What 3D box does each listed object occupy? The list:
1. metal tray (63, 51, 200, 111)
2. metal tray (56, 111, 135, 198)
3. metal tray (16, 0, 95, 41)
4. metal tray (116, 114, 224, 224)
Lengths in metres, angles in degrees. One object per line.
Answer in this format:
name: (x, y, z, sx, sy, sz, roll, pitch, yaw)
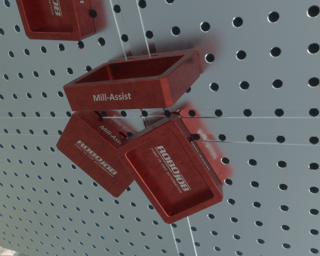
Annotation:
metal tray: (-0.031, -0.053, 0.353, 0.130, 0.090, 0.030, 0, 118, 28)
metal tray: (-0.091, 0.039, 0.481, 0.130, 0.030, 0.090, 40, 129, 0)
metal tray: (-0.134, -0.174, 0.372, 0.090, 0.030, 0.129, 9, 122, 23)
metal tray: (0.015, 0.057, 0.416, 0.090, 0.030, 0.130, -29, 103, 16)
